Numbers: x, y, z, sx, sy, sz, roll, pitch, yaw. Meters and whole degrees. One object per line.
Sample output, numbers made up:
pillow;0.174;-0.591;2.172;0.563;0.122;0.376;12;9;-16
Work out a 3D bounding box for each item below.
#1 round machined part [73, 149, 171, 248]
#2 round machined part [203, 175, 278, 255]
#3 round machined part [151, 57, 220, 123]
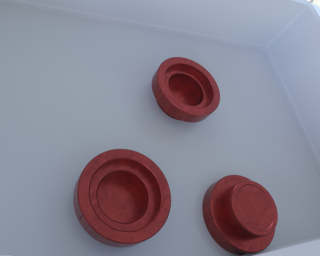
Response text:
round machined part;-0.042;0.075;0.327;0.099;0.042;0.098;14;56;-21
round machined part;0.106;0.104;0.388;0.099;0.042;0.098;14;56;-21
round machined part;0.033;-0.050;0.443;0.099;0.042;0.098;14;56;-21
